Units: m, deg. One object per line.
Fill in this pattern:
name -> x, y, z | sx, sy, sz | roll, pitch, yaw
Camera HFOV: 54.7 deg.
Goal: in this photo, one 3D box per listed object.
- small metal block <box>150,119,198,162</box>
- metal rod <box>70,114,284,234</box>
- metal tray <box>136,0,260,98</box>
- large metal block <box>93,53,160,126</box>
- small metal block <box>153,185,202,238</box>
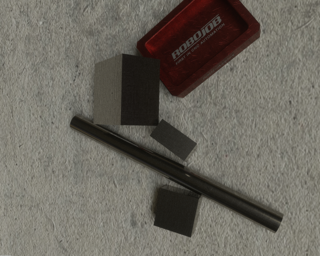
small metal block -> 0.019, 0.017, 0.384 | 0.050, 0.050, 0.025 | 36, 88, 11
metal rod -> 0.008, 0.051, 0.405 | 0.301, 0.025, 0.025 | 25, 98, 18
metal tray -> 0.046, -0.111, 0.389 | 0.130, 0.030, 0.090 | -38, 78, 15
large metal block -> -0.044, -0.044, 0.390 | 0.080, 0.050, 0.079 | 2, 91, 56
small metal block -> 0.024, 0.106, 0.400 | 0.050, 0.025, 0.050 | 12, 94, 19
